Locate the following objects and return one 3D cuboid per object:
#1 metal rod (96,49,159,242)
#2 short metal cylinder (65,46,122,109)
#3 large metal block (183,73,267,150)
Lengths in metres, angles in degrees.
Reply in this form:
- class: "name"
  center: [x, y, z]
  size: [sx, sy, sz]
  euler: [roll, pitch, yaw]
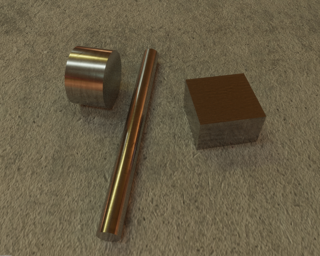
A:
- class: "metal rod"
  center: [-0.033, -0.005, 0.406]
  size: [0.025, 0.025, 0.300]
  euler: [6, 50, 4]
- class: "short metal cylinder"
  center: [-0.089, -0.069, 0.425]
  size: [0.050, 0.080, 0.080]
  euler: [9, 51, 7]
- class: "large metal block"
  center: [0.080, -0.023, 0.407]
  size: [0.081, 0.050, 0.080]
  euler: [-7, 50, -6]
